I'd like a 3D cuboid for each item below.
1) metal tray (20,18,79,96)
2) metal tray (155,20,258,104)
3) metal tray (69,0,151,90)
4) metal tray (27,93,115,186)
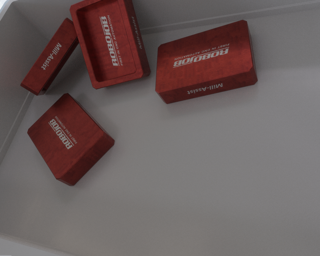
[{"bbox_3d":[-0.180,-0.117,0.527,0.130,0.030,0.090,-57,16,-2],"label":"metal tray"},{"bbox_3d":[0.060,-0.090,0.426,0.130,0.030,0.090,-11,57,22],"label":"metal tray"},{"bbox_3d":[-0.075,-0.132,0.470,0.090,0.030,0.129,-11,101,22],"label":"metal tray"},{"bbox_3d":[-0.138,0.013,0.467,0.090,0.030,0.130,-46,51,-4],"label":"metal tray"}]
